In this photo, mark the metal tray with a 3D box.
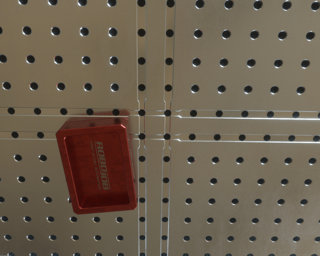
[{"bbox_3d":[-0.083,0.054,0.429,0.091,0.030,0.129,-5,110,1],"label":"metal tray"}]
